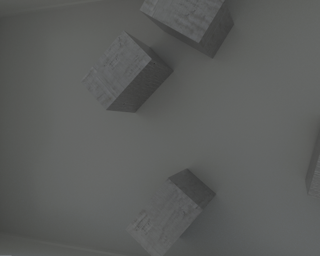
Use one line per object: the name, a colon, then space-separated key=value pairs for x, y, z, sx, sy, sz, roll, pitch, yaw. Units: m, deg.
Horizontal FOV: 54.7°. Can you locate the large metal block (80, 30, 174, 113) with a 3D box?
large metal block: x=-0.039 y=-0.067 z=0.395 sx=0.080 sy=0.080 sz=0.050 roll=-46 pitch=76 yaw=14

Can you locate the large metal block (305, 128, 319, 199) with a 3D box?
large metal block: x=0.204 y=0.036 z=0.318 sx=0.080 sy=0.050 sz=0.079 roll=14 pitch=104 yaw=19

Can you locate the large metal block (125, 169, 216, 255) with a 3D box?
large metal block: x=0.017 y=0.100 z=0.375 sx=0.050 sy=0.080 sz=0.080 roll=41 pitch=103 yaw=15

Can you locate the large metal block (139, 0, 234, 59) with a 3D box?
large metal block: x=0.035 y=-0.132 z=0.369 sx=0.080 sy=0.080 sz=0.050 roll=34 pitch=101 yaw=16
